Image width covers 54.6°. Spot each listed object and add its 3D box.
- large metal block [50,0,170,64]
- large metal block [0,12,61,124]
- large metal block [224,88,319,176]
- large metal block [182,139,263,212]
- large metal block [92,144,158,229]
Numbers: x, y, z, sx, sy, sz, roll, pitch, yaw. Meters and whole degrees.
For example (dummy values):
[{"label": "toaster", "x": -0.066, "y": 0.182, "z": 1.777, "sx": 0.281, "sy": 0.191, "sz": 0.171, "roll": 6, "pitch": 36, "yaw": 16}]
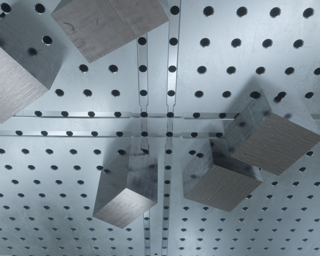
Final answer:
[{"label": "large metal block", "x": -0.040, "y": -0.114, "z": 0.278, "sx": 0.080, "sy": 0.080, "sz": 0.050, "roll": -23, "pitch": 126, "yaw": 18}, {"label": "large metal block", "x": -0.173, "y": -0.063, "z": 0.340, "sx": 0.080, "sy": 0.050, "sz": 0.080, "roll": -29, "pitch": 125, "yaw": 22}, {"label": "large metal block", "x": 0.144, "y": 0.008, "z": 0.403, "sx": 0.080, "sy": 0.050, "sz": 0.080, "roll": 22, "pitch": 127, "yaw": -18}, {"label": "large metal block", "x": 0.088, "y": 0.072, "z": 0.457, "sx": 0.080, "sy": 0.050, "sz": 0.080, "roll": 21, "pitch": 127, "yaw": -17}, {"label": "large metal block", "x": -0.048, "y": 0.084, "z": 0.447, "sx": 0.050, "sy": 0.080, "sz": 0.080, "roll": 32, "pitch": 123, "yaw": -24}]
